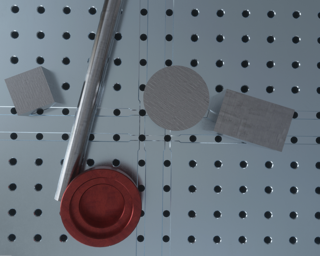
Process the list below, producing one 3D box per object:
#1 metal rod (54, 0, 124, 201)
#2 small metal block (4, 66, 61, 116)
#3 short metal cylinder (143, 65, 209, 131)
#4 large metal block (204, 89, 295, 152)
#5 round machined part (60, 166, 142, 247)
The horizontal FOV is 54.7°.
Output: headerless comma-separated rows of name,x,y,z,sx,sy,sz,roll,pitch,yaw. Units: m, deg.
metal rod,-0.091,-0.050,0.412,0.025,0.025,0.298,14,90,-1
small metal block,-0.168,-0.048,0.411,0.050,0.025,0.050,-21,90,-1
short metal cylinder,0.020,-0.036,0.401,0.081,0.050,0.079,0,90,-1
large metal block,0.106,-0.009,0.387,0.080,0.080,0.050,17,90,-1
round machined part,-0.074,0.098,0.400,0.099,0.042,0.097,0,92,-9
